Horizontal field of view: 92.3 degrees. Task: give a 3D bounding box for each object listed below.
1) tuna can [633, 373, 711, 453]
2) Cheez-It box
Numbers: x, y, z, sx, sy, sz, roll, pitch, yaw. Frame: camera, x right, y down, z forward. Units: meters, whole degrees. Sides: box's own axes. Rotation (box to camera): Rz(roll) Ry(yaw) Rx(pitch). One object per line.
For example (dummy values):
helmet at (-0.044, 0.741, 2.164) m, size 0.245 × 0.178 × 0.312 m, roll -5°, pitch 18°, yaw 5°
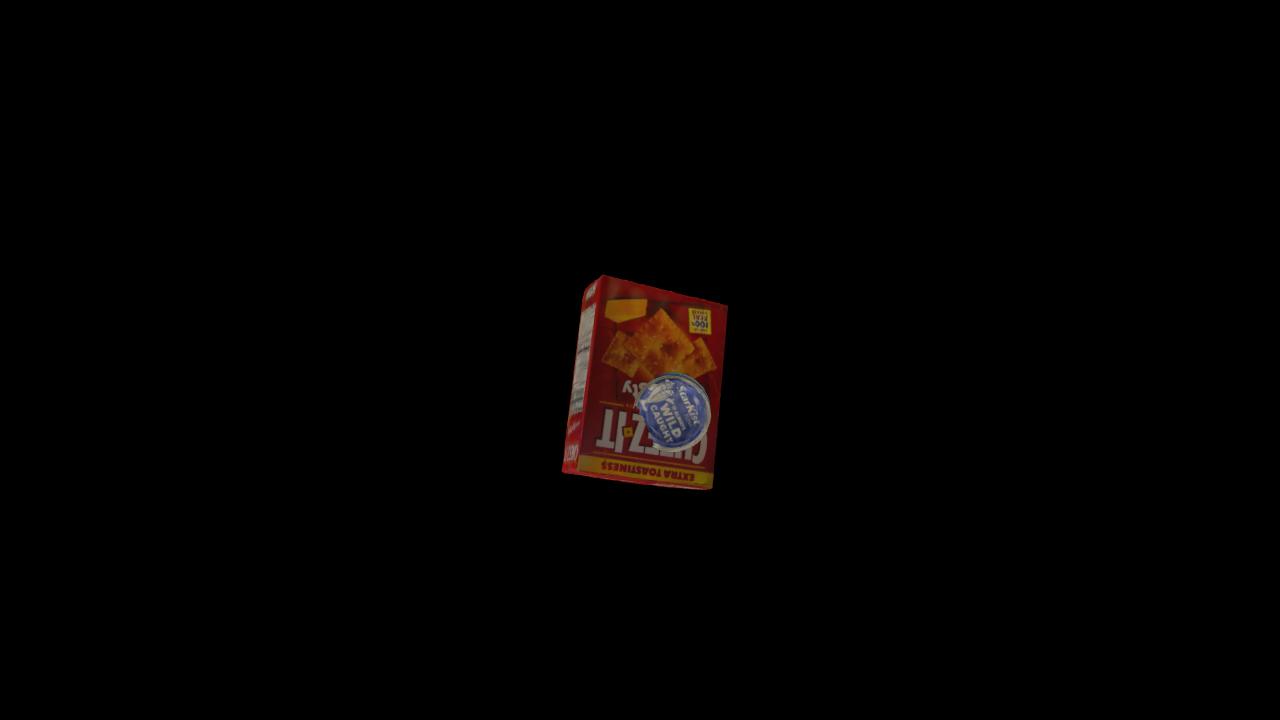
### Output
tuna can at (0.036, 0.056, 0.674) m, size 0.084 × 0.084 × 0.034 m, roll 0°, pitch 7°, yaw 8°
Cheez-It box at (0.008, 0.030, 0.710) m, size 0.166 × 0.223 × 0.071 m, roll 12°, pitch -14°, yaw -21°
